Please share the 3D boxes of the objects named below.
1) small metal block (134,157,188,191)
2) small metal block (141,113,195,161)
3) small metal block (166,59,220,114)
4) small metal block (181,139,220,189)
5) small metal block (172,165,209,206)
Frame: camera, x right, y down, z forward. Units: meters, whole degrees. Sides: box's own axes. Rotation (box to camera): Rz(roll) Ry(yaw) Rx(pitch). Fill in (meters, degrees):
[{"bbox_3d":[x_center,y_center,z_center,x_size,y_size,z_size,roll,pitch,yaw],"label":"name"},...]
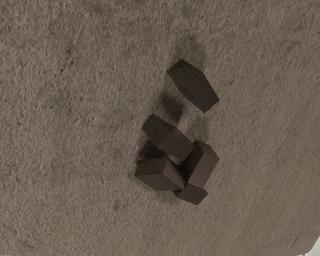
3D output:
[{"bbox_3d":[0.002,0.065,0.430,0.050,0.050,0.025,43,50,-37],"label":"small metal block"},{"bbox_3d":[0.010,0.012,0.405,0.050,0.050,0.025,29,102,-38],"label":"small metal block"},{"bbox_3d":[0.041,-0.052,0.382,0.025,0.050,0.050,-42,130,0],"label":"small metal block"},{"bbox_3d":[0.057,0.051,0.451,0.025,0.050,0.050,23,104,-14],"label":"small metal block"},{"bbox_3d":[0.037,0.084,0.464,0.050,0.050,0.025,31,104,-40],"label":"small metal block"}]
